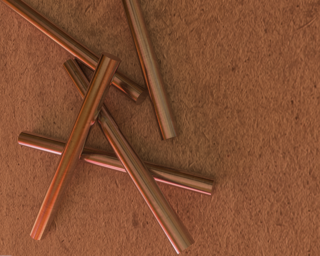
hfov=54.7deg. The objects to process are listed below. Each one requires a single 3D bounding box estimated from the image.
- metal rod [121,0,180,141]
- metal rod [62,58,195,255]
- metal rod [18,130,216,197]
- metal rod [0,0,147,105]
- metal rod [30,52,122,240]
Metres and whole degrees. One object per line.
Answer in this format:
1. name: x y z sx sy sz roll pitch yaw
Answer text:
1. metal rod: -0.028 -0.129 0.418 0.025 0.025 0.299 -18 84 19
2. metal rod: -0.051 0.022 0.405 0.025 0.025 0.299 -41 69 15
3. metal rod: -0.073 0.045 0.434 0.301 0.025 0.025 12 94 19
4. metal rod: -0.139 -0.129 0.457 0.300 0.025 0.025 37 102 16
5. metal rod: -0.122 0.038 0.424 0.025 0.025 0.298 34 111 17
